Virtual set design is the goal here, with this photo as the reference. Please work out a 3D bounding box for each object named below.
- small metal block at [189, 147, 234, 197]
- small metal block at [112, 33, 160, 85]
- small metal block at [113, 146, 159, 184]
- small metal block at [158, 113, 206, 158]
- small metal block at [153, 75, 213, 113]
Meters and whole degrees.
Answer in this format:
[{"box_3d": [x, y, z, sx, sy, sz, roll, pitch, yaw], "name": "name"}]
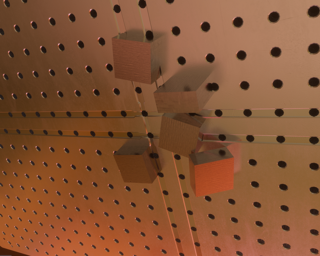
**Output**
[{"box_3d": [0.065, 0.056, 0.396, 0.050, 0.025, 0.050, -11, 119, -8], "name": "small metal block"}, {"box_3d": [-0.028, -0.084, 0.375, 0.050, 0.025, 0.050, 13, 124, 21], "name": "small metal block"}, {"box_3d": [-0.035, 0.055, 0.464, 0.050, 0.025, 0.050, -3, 117, 30], "name": "small metal block"}, {"box_3d": [0.028, 0.007, 0.401, 0.050, 0.025, 0.050, 19, 126, 17], "name": "small metal block"}, {"box_3d": [0.028, -0.039, 0.356, 0.050, 0.050, 0.025, 1, 119, 28], "name": "small metal block"}]
